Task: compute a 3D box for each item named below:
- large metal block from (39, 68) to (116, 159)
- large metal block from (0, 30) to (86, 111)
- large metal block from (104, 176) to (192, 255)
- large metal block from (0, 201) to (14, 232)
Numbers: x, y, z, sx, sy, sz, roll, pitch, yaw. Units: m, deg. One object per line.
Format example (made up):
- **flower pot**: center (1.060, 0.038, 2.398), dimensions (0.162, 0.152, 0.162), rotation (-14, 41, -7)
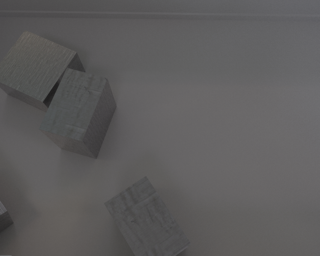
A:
- **large metal block**: center (-0.096, -0.015, 0.385), dimensions (0.050, 0.080, 0.080), rotation (16, 71, 6)
- **large metal block**: center (-0.163, -0.073, 0.422), dimensions (0.080, 0.050, 0.080), rotation (24, 72, 8)
- **large metal block**: center (-0.013, 0.107, 0.341), dimensions (0.050, 0.080, 0.080), rotation (-32, 73, -11)
- **large metal block**: center (-0.228, 0.095, 0.348), dimensions (0.081, 0.050, 0.080), rotation (-34, 73, -31)
